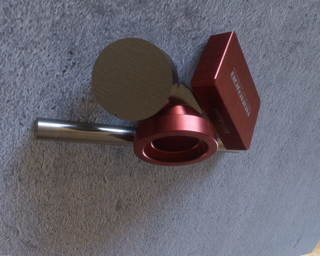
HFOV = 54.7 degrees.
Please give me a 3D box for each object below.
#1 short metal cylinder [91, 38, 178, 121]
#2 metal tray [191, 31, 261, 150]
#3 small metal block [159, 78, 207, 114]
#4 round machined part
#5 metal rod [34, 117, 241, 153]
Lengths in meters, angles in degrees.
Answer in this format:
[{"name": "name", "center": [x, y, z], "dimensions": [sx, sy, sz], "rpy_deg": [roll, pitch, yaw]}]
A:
[{"name": "short metal cylinder", "center": [-0.024, -0.050, 0.323], "dimensions": [0.080, 0.050, 0.079], "rpy_deg": [1, 98, 9]}, {"name": "metal tray", "center": [0.090, -0.043, 0.394], "dimensions": [0.130, 0.030, 0.090], "rpy_deg": [54, 48, -40]}, {"name": "small metal block", "center": [0.023, -0.041, 0.377], "dimensions": [0.050, 0.050, 0.025], "rpy_deg": [26, 104, -37]}, {"name": "round machined part", "center": [0.018, 0.008, 0.372], "dimensions": [0.099, 0.042, 0.098], "rpy_deg": [-2, 151, -1]}, {"name": "metal rod", "center": [-0.006, 0.014, 0.414], "dimensions": [0.302, 0.025, 0.025], "rpy_deg": [6, 116, -31]}]
